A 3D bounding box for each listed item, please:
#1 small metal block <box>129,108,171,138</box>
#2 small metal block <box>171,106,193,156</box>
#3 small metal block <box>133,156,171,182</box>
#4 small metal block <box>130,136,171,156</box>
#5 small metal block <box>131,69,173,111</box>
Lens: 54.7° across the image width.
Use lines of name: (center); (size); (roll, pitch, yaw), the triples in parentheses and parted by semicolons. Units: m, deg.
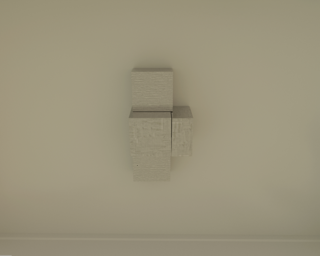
small metal block: (-0.012, -0.009, 0.393); (0.050, 0.050, 0.025); (0, 110, 0)
small metal block: (0.027, 0.003, 0.397); (0.025, 0.050, 0.050); (0, 110, 0)
small metal block: (-0.011, 0.045, 0.426); (0.050, 0.025, 0.050); (0, 110, 0)
small metal block: (-0.011, 0.014, 0.401); (0.050, 0.050, 0.025); (0, 110, 0)
small metal block: (-0.009, -0.048, 0.391); (0.050, 0.025, 0.050); (0, 110, 0)
